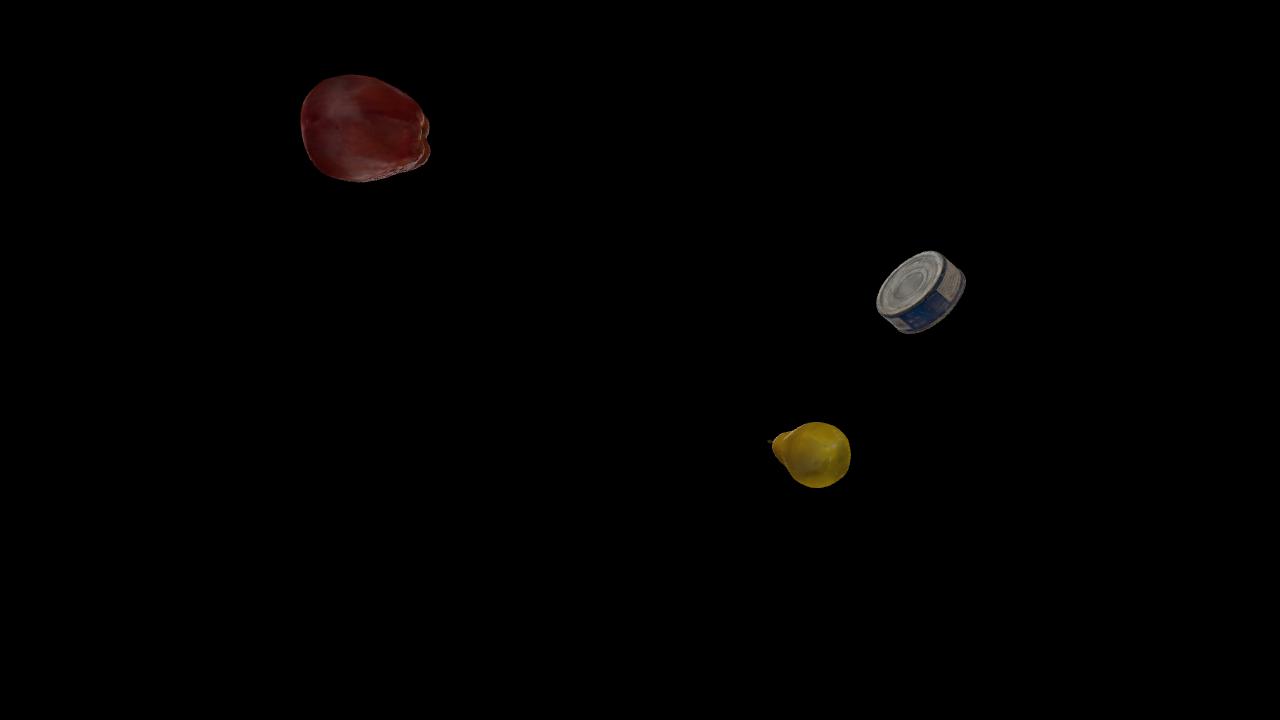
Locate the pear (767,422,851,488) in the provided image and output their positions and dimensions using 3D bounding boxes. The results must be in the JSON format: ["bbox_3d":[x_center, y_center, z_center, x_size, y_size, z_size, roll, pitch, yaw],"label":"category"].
[{"bbox_3d":[0.189,0.106,0.729,0.111,0.080,0.080,7,5,43],"label":"pear"}]

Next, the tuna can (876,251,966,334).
[{"bbox_3d":[0.287,-0.070,0.635,0.034,0.084,0.084,35,-11,-16],"label":"tuna can"}]

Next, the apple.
[{"bbox_3d":[-0.215,-0.179,0.480,0.093,0.079,0.079,-1,0,-2],"label":"apple"}]
